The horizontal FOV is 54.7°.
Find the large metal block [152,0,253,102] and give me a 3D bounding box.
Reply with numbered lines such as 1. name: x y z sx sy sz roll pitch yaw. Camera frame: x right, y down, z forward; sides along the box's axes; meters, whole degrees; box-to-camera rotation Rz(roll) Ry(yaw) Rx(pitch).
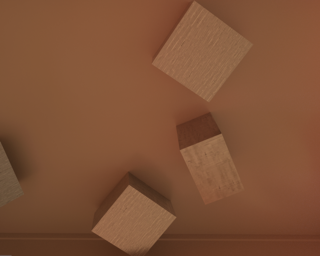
1. large metal block: 0.046 -0.090 0.365 0.080 0.050 0.080 32 107 -12

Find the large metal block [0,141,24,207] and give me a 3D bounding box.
1. large metal block: -0.237 0.067 0.397 0.081 0.050 0.079 -30 115 -38

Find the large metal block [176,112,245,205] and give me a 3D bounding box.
1. large metal block: 0.061 0.036 0.396 0.050 0.080 0.080 -23 109 8

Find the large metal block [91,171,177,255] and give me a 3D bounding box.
1. large metal block: -0.037 0.122 0.435 0.080 0.050 0.080 38 95 -13
